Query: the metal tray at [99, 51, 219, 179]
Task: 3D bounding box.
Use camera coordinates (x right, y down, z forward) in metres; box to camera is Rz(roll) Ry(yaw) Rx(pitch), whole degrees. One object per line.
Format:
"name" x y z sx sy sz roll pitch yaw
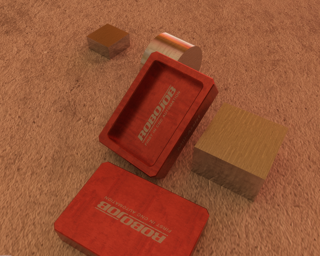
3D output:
"metal tray" -0.002 -0.016 0.371 0.090 0.030 0.130 32 89 23

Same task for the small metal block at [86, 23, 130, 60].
"small metal block" -0.087 -0.148 0.527 0.050 0.025 0.050 31 56 23

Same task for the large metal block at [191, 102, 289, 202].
"large metal block" 0.093 0.026 0.366 0.080 0.050 0.080 25 54 19

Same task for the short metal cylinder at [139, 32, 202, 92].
"short metal cylinder" 0.016 -0.088 0.442 0.050 0.080 0.080 32 57 24

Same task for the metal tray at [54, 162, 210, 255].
"metal tray" -0.027 0.099 0.317 0.130 0.030 0.090 23 53 18
